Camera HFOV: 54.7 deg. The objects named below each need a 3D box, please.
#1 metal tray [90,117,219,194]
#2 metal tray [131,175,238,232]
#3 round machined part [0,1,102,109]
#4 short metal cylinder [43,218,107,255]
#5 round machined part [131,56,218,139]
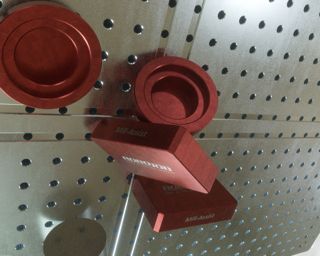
[{"bbox_3d":[-0.009,0.030,0.360,0.090,0.130,0.030,49,60,-40],"label":"metal tray"},{"bbox_3d":[0.035,0.099,0.451,0.131,0.090,0.030,1,118,-29],"label":"metal tray"},{"bbox_3d":[-0.110,-0.071,0.297,0.099,0.042,0.097,-14,125,-21],"label":"round machined part"},{"bbox_3d":[-0.112,0.170,0.421,0.081,0.080,0.050,-11,124,-23],"label":"short metal cylinder"},{"bbox_3d":[0.015,-0.032,0.367,0.099,0.098,0.042,-16,164,-20],"label":"round machined part"}]
